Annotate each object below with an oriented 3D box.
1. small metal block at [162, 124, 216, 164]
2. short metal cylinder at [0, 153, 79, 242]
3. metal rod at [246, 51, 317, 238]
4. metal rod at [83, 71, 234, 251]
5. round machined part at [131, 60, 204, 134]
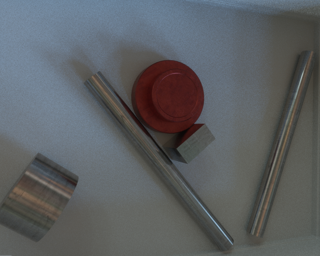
[{"bbox_3d":[0.037,0.019,0.412,0.050,0.050,0.025,-40,103,-16],"label":"small metal block"},{"bbox_3d":[-0.133,0.073,0.333,0.050,0.080,0.080,36,78,-17],"label":"short metal cylinder"},{"bbox_3d":[0.192,0.020,0.483,0.025,0.025,0.299,22,83,-19],"label":"metal rod"},{"bbox_3d":[0.006,0.052,0.413,0.025,0.025,0.300,-42,104,-15],"label":"metal rod"},{"bbox_3d":[0.015,-0.041,0.408,0.099,0.042,0.097,0,90,-21],"label":"round machined part"}]
